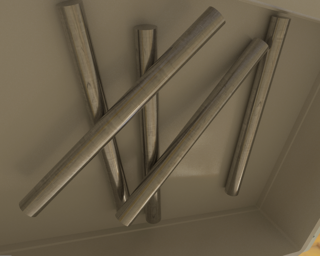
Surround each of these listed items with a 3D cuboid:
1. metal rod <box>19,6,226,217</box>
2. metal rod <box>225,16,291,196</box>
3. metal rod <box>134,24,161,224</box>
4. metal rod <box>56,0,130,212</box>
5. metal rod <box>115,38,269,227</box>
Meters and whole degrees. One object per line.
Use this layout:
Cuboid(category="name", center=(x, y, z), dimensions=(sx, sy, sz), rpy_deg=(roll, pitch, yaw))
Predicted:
Cuboid(category="metal rod", center=(-0.044, -0.015, 0.342), dimensions=(0.300, 0.025, 0.025), rpy_deg=(-45, 130, 3))
Cuboid(category="metal rod", center=(0.144, -0.016, 0.479), dimensions=(0.025, 0.025, 0.298), rpy_deg=(-8, 122, -25))
Cuboid(category="metal rod", center=(-0.013, 0.017, 0.413), dimensions=(0.025, 0.025, 0.298), rpy_deg=(-15, 125, -21))
Cuboid(category="metal rod", center=(-0.068, 0.004, 0.375), dimensions=(0.025, 0.025, 0.298), rpy_deg=(-20, 127, -17))
Cuboid(category="metal rod", center=(0.043, 0.005, 0.413), dimensions=(0.300, 0.025, 0.025), rpy_deg=(-52, 129, -1))
